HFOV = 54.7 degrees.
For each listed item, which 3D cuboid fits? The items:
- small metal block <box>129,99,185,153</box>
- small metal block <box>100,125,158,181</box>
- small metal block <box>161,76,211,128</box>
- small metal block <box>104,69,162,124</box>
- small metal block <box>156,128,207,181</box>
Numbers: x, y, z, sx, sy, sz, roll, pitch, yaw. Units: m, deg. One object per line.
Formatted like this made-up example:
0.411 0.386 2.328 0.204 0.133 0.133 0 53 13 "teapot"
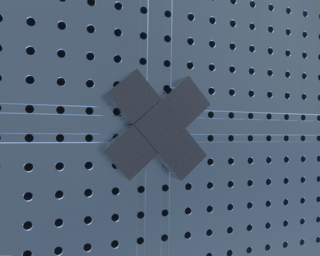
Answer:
-0.004 -0.002 0.411 0.050 0.025 0.050 -43 104 -15 "small metal block"
-0.040 0.031 0.399 0.050 0.025 0.050 -43 104 -15 "small metal block"
0.032 -0.035 0.425 0.050 0.025 0.050 -43 104 -15 "small metal block"
-0.035 -0.040 0.400 0.050 0.025 0.050 -43 104 -15 "small metal block"
0.027 0.035 0.424 0.050 0.025 0.050 -43 104 -15 "small metal block"
